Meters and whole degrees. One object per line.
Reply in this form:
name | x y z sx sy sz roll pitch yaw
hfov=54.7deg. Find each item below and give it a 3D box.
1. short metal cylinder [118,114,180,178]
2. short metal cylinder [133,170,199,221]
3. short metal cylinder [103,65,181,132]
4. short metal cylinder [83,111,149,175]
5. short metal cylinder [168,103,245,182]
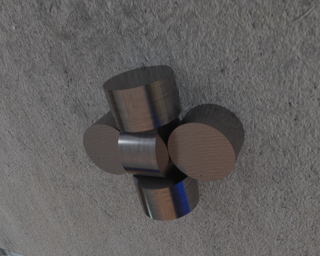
short metal cylinder | -0.008 0.021 0.391 0.050 0.080 0.080 1 119 28
short metal cylinder | 0.009 0.077 0.417 0.080 0.080 0.050 0 118 28
short metal cylinder | -0.020 -0.036 0.362 0.080 0.080 0.050 0 118 28
short metal cylinder | -0.059 0.018 0.435 0.080 0.050 0.079 13 123 20
short metal cylinder | 0.056 0.017 0.373 0.080 0.050 0.079 13 124 21
